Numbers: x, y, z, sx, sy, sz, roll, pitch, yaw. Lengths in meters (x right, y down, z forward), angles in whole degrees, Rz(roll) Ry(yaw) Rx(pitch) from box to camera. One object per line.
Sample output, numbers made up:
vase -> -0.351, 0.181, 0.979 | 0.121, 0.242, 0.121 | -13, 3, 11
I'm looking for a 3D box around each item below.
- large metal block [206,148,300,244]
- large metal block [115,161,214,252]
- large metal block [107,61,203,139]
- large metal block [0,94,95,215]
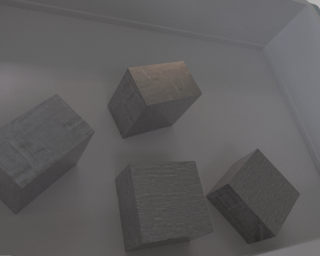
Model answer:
large metal block -> 0.121, 0.087, 0.401 | 0.080, 0.050, 0.080 | 48, 51, 5
large metal block -> 0.002, 0.084, 0.339 | 0.081, 0.050, 0.080 | 2, 61, -27
large metal block -> -0.009, -0.035, 0.387 | 0.081, 0.080, 0.050 | -15, 70, -34
large metal block -> -0.117, 0.026, 0.292 | 0.050, 0.080, 0.080 | 44, 51, 2
